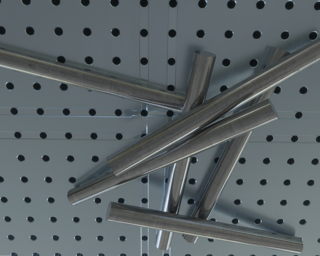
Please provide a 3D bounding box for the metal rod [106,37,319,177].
[{"bbox_3d":[0.077,-0.030,0.355,0.301,0.025,0.025,-29,108,-3],"label":"metal rod"}]

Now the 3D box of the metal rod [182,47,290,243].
[{"bbox_3d":[0.098,0.036,0.427,0.025,0.025,0.298,19,109,-7],"label":"metal rod"}]

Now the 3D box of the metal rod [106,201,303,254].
[{"bbox_3d":[0.074,0.145,0.441,0.302,0.025,0.025,15,110,-16],"label":"metal rod"}]

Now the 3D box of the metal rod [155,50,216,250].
[{"bbox_3d":[0.028,0.048,0.413,0.025,0.025,0.298,8,117,-3],"label":"metal rod"}]

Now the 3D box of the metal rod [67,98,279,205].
[{"bbox_3d":[-0.003,0.040,0.388,0.300,0.025,0.025,-26,109,25],"label":"metal rod"}]

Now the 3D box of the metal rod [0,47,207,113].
[{"bbox_3d":[-0.086,-0.060,0.390,0.302,0.025,0.025,14,110,-5],"label":"metal rod"}]
